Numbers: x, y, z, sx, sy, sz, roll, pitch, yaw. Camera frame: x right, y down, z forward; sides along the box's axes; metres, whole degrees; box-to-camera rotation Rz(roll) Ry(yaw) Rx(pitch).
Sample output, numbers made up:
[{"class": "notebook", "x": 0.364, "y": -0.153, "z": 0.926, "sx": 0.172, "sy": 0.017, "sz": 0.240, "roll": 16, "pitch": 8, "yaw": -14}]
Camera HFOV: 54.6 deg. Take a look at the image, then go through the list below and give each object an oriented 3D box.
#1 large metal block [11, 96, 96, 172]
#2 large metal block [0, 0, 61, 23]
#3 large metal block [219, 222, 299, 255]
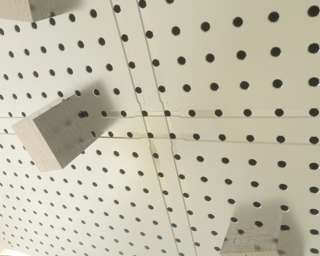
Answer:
[{"class": "large metal block", "x": -0.155, "y": 0.008, "z": 0.464, "sx": 0.050, "sy": 0.080, "sz": 0.080, "roll": -11, "pitch": 113, "yaw": 33}, {"class": "large metal block", "x": -0.176, "y": -0.179, "z": 0.379, "sx": 0.080, "sy": 0.050, "sz": 0.080, "roll": 13, "pitch": 124, "yaw": 21}, {"class": "large metal block", "x": 0.143, "y": 0.184, "z": 0.433, "sx": 0.080, "sy": 0.050, "sz": 0.080, "roll": -20, "pitch": 108, "yaw": 35}]
